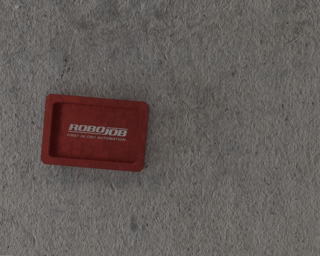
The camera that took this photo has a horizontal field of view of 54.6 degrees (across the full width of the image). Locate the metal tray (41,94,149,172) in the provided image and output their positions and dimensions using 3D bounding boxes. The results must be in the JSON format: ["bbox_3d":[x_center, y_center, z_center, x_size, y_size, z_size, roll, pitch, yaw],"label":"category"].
[{"bbox_3d":[-0.083,0.006,0.406,0.131,0.030,0.090,5,90,0],"label":"metal tray"}]
